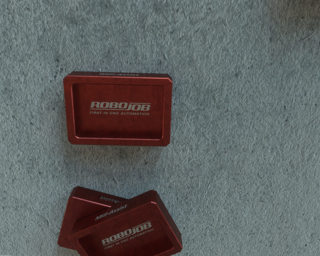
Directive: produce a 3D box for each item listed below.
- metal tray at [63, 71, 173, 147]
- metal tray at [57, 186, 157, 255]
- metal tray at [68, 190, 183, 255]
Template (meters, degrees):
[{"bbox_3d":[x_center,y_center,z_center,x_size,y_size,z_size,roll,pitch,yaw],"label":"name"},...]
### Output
[{"bbox_3d":[-0.051,-0.024,0.397,0.131,0.030,0.089,1,110,-1],"label":"metal tray"},{"bbox_3d":[-0.076,0.146,0.460,0.131,0.030,0.089,16,109,-6],"label":"metal tray"},{"bbox_3d":[-0.046,0.151,0.429,0.130,0.030,0.090,-25,109,8],"label":"metal tray"}]
